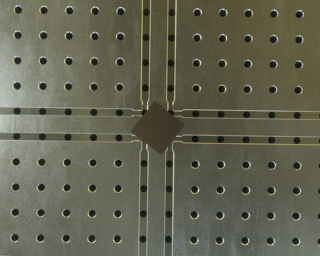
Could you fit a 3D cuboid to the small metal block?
[{"bbox_3d":[-0.003,0.000,0.413,0.050,0.025,0.050,38,90,-1],"label":"small metal block"}]
